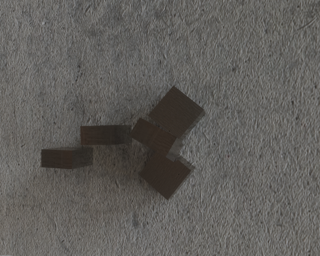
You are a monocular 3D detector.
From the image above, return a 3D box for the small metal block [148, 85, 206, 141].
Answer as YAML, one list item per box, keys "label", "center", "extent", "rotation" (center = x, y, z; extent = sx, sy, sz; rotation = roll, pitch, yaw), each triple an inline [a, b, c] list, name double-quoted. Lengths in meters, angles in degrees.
- label: "small metal block"
  center: [0.022, -0.017, 0.396]
  extent: [0.050, 0.025, 0.050]
  rotation: [41, 91, 15]

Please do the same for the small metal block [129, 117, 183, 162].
- label: "small metal block"
  center: [-0.003, 0.015, 0.372]
  extent: [0.050, 0.050, 0.025]
  rotation: [28, 85, 17]

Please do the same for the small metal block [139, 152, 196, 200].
- label: "small metal block"
  center: [0.010, 0.057, 0.405]
  extent: [0.050, 0.025, 0.050]
  rotation: [40, 103, 15]

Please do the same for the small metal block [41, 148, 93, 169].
- label: "small metal block"
  center: [-0.132, 0.042, 0.442]
  extent: [0.050, 0.050, 0.025]
  rotation: [0, 90, 20]

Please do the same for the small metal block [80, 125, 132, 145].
- label: "small metal block"
  center: [-0.072, 0.009, 0.421]
  extent: [0.050, 0.050, 0.025]
  rotation: [-2, 90, 20]
